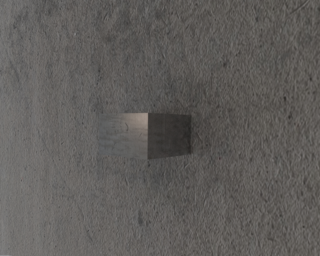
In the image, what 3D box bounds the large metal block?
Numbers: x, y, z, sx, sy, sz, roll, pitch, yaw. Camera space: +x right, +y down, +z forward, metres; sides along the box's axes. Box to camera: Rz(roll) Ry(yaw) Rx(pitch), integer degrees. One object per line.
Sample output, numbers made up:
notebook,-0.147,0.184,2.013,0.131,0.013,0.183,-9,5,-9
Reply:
large metal block,-0.018,0.008,0.385,0.080,0.081,0.050,1,91,40
